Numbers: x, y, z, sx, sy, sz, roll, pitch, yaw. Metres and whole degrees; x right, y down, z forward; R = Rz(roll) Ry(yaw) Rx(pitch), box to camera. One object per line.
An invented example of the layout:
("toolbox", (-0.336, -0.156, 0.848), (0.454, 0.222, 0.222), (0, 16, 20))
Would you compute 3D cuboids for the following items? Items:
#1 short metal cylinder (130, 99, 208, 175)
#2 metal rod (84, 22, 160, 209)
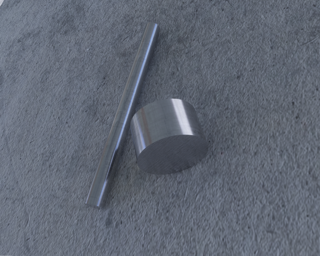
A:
("short metal cylinder", (0.010, 0.012, 0.357), (0.080, 0.080, 0.050), (-24, 53, 13))
("metal rod", (-0.047, -0.034, 0.449), (0.025, 0.025, 0.300), (1, 62, 28))
